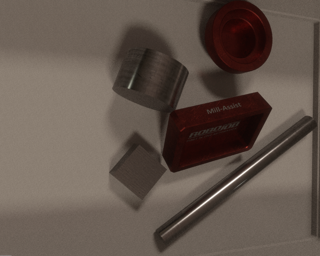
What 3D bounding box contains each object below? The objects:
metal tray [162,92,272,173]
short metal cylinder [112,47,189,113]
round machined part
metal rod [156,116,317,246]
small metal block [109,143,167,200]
[{"bbox_3d":[0.073,0.006,0.406,0.131,0.089,0.030,-14,51,-20],"label":"metal tray"},{"bbox_3d":[-0.011,-0.056,0.378,0.080,0.080,0.050,22,83,-19],"label":"short metal cylinder"},{"bbox_3d":[0.107,-0.126,0.442,0.099,0.042,0.097,0,90,-21],"label":"round machined part"},{"bbox_3d":[0.123,0.068,0.457,0.302,0.025,0.025,-33,101,-17],"label":"metal rod"},{"bbox_3d":[-0.028,0.056,0.401,0.050,0.025,0.050,44,76,-15],"label":"small metal block"}]
